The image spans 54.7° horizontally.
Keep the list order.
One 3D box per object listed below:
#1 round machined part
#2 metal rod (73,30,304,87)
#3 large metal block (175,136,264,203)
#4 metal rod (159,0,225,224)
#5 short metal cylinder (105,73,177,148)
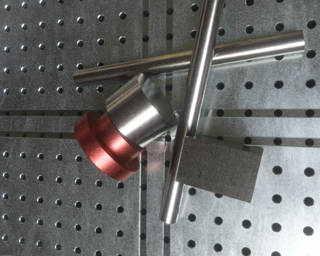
[{"bbox_3d":[-0.057,0.015,0.394,0.042,0.098,0.098,-39,78,10],"label":"round machined part"},{"bbox_3d":[0.022,-0.086,0.404,0.301,0.025,0.025,-6,88,19],"label":"metal rod"},{"bbox_3d":[0.072,0.042,0.358,0.080,0.080,0.050,13,95,19],"label":"large metal block"},{"bbox_3d":[0.038,-0.024,0.379,0.025,0.025,0.298,15,102,19],"label":"metal rod"},{"bbox_3d":[-0.022,-0.022,0.390,0.050,0.080,0.080,-35,79,16],"label":"short metal cylinder"}]
